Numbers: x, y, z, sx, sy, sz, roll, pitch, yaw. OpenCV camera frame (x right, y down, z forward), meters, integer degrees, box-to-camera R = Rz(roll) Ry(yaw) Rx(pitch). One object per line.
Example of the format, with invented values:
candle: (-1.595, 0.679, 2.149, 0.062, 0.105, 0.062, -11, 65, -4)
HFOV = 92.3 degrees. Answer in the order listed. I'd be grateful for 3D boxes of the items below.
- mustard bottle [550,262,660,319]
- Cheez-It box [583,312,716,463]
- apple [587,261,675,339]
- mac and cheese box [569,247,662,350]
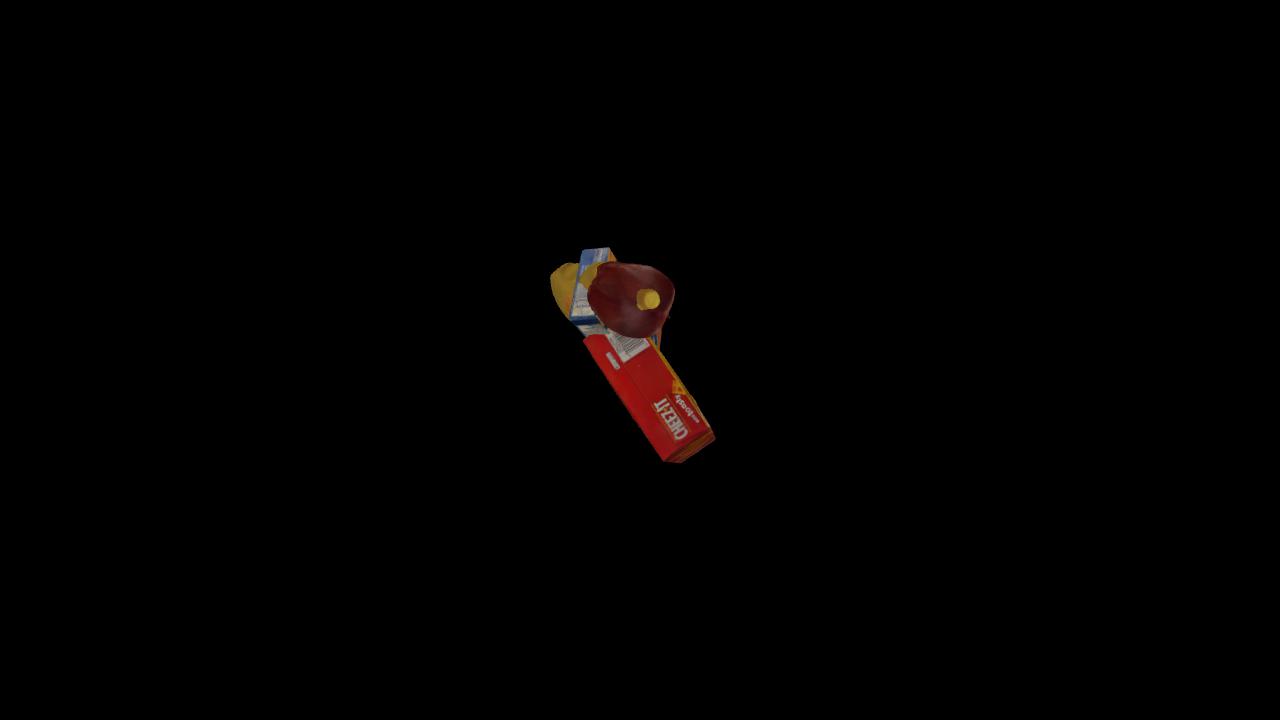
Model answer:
mustard bottle: (-0.033, -0.069, 0.685, 0.054, 0.092, 0.184, -36, 22, -23)
Cheez-It box: (0.019, 0.043, 0.766, 0.071, 0.166, 0.223, -35, -13, 1)
apple: (-0.008, -0.064, 0.651, 0.093, 0.079, 0.079, 22, -4, -10)
mac and cheese box: (-0.023, -0.044, 0.742, 0.041, 0.093, 0.184, -4, -27, 21)
